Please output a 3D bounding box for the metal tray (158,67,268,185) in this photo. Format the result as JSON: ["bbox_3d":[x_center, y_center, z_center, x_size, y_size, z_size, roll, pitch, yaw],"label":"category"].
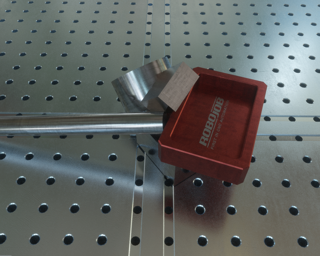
[{"bbox_3d":[0.062,-0.009,0.344,0.090,0.030,0.130,16,51,13],"label":"metal tray"}]

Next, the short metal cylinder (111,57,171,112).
[{"bbox_3d":[-0.017,-0.054,0.409,0.081,0.080,0.050,-28,99,-22],"label":"short metal cylinder"}]

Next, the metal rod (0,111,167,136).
[{"bbox_3d":[-0.141,-0.003,0.370,0.301,0.025,0.025,-1,49,13],"label":"metal rod"}]

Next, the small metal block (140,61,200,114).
[{"bbox_3d":[0.010,-0.043,0.350,0.025,0.050,0.050,40,72,-18],"label":"small metal block"}]

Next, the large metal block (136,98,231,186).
[{"bbox_3d":[0.026,0.010,0.381,0.081,0.050,0.080,-28,56,-22],"label":"large metal block"}]
